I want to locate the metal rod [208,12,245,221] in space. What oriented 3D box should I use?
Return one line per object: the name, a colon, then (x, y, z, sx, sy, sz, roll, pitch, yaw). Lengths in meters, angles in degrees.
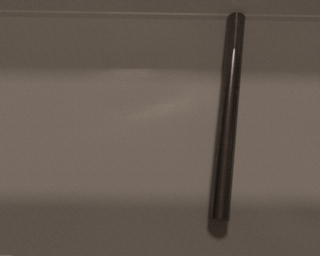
metal rod: (0.094, -0.029, 0.421, 0.025, 0.025, 0.299, 9, 70, 3)
